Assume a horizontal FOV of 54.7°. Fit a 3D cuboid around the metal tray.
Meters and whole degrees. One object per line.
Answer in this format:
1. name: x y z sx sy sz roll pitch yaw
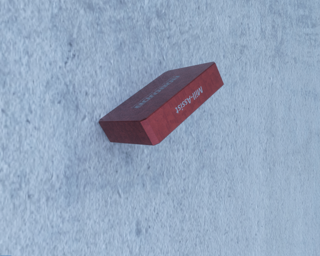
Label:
1. metal tray: 0.003 -0.031 0.366 0.131 0.090 0.030 -41 116 -32
